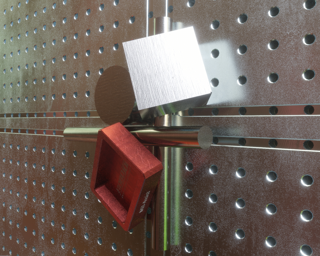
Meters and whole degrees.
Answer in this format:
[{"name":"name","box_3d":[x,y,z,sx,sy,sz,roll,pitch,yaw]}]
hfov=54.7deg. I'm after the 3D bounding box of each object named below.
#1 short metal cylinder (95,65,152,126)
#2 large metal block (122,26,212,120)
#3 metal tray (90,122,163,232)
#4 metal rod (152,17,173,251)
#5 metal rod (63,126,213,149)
[{"name":"short metal cylinder","box_3d":[-0.045,-0.043,0.430,0.080,0.050,0.079,0,90,40]},{"name":"large metal block","box_3d":[0.008,-0.061,0.361,0.080,0.050,0.080,-14,79,-1]},{"name":"metal tray","box_3d":[-0.050,0.068,0.414,0.090,0.030,0.129,42,137,25]},{"name":"metal rod","box_3d":[0.003,0.008,0.407,0.025,0.025,0.298,1,91,40]},{"name":"metal rod","box_3d":[-0.055,0.010,0.433,0.300,0.025,0.025,0,90,47]}]
